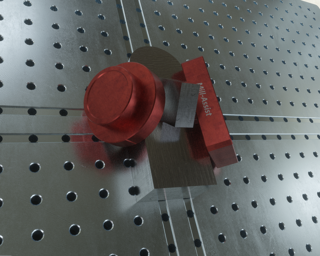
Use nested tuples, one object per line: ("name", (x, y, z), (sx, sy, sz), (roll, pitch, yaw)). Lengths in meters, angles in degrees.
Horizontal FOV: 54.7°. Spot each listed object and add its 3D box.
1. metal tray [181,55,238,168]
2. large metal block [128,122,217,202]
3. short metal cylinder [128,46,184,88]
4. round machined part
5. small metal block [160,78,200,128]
("metal tray", (0.067, -0.020, 0.416), (0.030, 0.090, 0.130), (-19, 64, 11))
("large metal block", (0.012, 0.040, 0.373), (0.081, 0.050, 0.080), (2, 61, -27))
("short metal cylinder", (-0.012, -0.064, 0.423), (0.081, 0.050, 0.080), (14, 56, -21))
("round machined part", (-0.047, -0.031, 0.350), (0.042, 0.098, 0.098), (29, 43, -55))
("small metal block", (0.019, -0.031, 0.366), (0.025, 0.050, 0.050), (2, 103, -31))
